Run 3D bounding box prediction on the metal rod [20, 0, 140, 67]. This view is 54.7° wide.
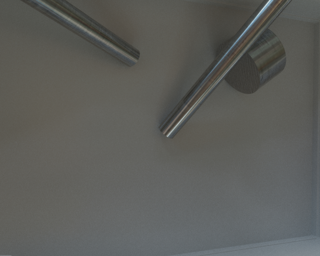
[{"bbox_3d":[-0.133,-0.137,0.296,0.301,0.025,0.025,25,81,-44],"label":"metal rod"}]

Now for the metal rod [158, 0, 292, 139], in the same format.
[{"bbox_3d":[0.100,-0.104,0.374,0.025,0.025,0.299,34,108,-17],"label":"metal rod"}]

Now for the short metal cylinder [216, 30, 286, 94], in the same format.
[{"bbox_3d":[0.124,-0.094,0.429,0.050,0.080,0.080,-36,102,-17],"label":"short metal cylinder"}]
